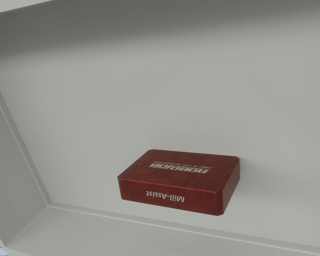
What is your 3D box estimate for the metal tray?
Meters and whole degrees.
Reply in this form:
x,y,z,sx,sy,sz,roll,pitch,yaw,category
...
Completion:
x,y,z,sx,sy,sz,roll,pitch,yaw,category
0.025,0.062,0.388,0.130,0.090,0.030,3,111,26,metal tray
